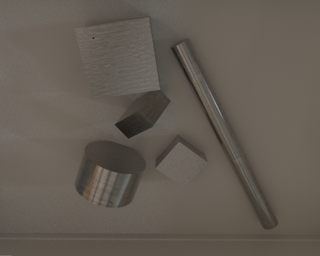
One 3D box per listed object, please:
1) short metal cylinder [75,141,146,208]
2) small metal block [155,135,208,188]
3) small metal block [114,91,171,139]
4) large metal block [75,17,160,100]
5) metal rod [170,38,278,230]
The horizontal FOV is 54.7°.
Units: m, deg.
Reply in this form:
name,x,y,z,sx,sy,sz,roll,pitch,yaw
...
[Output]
name,x,y,z,sx,sy,sz,roll,pitch,yaw
short metal cylinder,-0.064,0.058,0.403,0.080,0.080,0.050,18,109,-7
small metal block,0.029,0.046,0.429,0.050,0.025,0.050,36,106,-13
small metal block,-0.021,-0.019,0.380,0.025,0.050,0.050,48,139,-16
large metal block,-0.046,-0.084,0.367,0.080,0.050,0.079,-8,110,2
metal rod,0.095,0.021,0.420,0.025,0.025,0.299,-27,108,9
